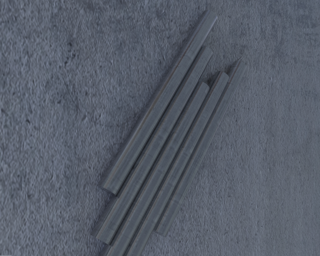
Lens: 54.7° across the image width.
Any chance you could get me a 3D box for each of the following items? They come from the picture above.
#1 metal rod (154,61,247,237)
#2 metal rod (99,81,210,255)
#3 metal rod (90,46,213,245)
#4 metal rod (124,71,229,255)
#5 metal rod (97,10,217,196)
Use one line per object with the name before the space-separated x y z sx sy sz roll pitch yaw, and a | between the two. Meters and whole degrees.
metal rod | 0.065 0.017 0.463 0.025 0.025 0.300 44 64 -32
metal rod | -0.006 0.059 0.403 0.025 0.025 0.300 44 63 -32
metal rod | 0.000 0.006 0.408 0.025 0.025 0.300 44 63 -32
metal rod | 0.029 0.039 0.433 0.025 0.025 0.300 44 64 -32
metal rod | 0.007 -0.049 0.414 0.025 0.025 0.300 44 64 -32
